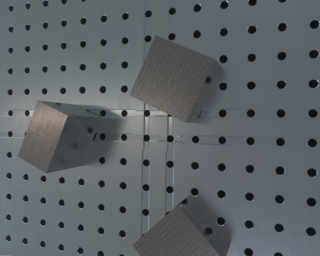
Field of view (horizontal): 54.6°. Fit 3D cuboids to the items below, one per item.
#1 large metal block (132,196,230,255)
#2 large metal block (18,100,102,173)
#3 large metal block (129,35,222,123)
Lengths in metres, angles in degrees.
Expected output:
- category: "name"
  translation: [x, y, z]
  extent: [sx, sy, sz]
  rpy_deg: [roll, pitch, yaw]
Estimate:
- category: "large metal block"
  translation: [0.027, 0.147, 0.390]
  extent: [0.080, 0.050, 0.080]
  rpy_deg: [-45, 76, 14]
- category: "large metal block"
  translation: [-0.137, 0.011, 0.432]
  extent: [0.050, 0.080, 0.080]
  rpy_deg: [25, 98, 18]
- category: "large metal block"
  translation: [0.021, -0.059, 0.392]
  extent: [0.080, 0.050, 0.080]
  rpy_deg: [27, 99, 18]
